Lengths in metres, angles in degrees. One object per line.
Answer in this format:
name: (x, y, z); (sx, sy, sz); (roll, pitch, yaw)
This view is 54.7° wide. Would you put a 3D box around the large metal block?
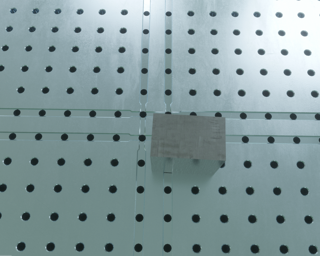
large metal block: (0.031, 0.022, 0.375); (0.081, 0.080, 0.050); (3, 70, 1)
